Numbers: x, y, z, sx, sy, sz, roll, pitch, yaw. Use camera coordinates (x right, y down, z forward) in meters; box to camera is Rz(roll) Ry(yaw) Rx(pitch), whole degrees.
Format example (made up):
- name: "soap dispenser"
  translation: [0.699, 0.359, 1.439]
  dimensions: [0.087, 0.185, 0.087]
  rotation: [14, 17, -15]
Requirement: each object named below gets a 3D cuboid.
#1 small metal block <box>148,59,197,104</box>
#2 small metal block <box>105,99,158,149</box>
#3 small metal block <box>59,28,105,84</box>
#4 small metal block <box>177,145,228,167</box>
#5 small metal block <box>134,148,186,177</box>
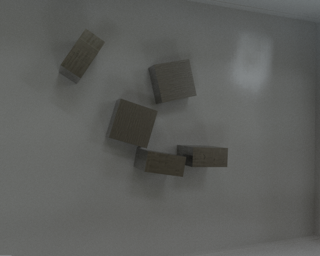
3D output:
- name: "small metal block"
  translation: [0.017, -0.062, 0.416]
  dimensions: [0.050, 0.025, 0.050]
  rotation: [-14, 95, -20]
- name: "small metal block"
  translation: [-0.037, -0.005, 0.397]
  dimensions: [0.050, 0.025, 0.050]
  rotation: [18, 84, -19]
- name: "small metal block"
  translation: [-0.093, -0.082, 0.363]
  dimensions: [0.025, 0.050, 0.050]
  rotation: [34, 79, -17]
- name: "small metal block"
  translation: [0.056, 0.037, 0.418]
  dimensions: [0.050, 0.050, 0.025]
  rotation: [3, 89, -20]
- name: "small metal block"
  translation: [-0.001, 0.044, 0.397]
  dimensions: [0.050, 0.050, 0.025]
  rotation: [11, 87, -20]
